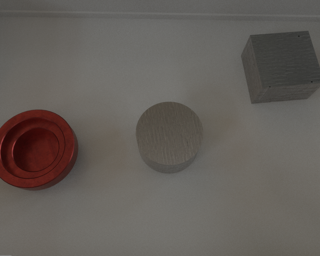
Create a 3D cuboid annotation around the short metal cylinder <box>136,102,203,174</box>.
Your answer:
[{"bbox_3d":[0.011,0.013,0.392,0.081,0.050,0.080,0,70,0],"label":"short metal cylinder"}]

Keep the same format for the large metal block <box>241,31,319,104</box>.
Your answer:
[{"bbox_3d":[0.165,-0.083,0.429,0.081,0.050,0.080,-5,70,-2],"label":"large metal block"}]

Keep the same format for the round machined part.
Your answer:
[{"bbox_3d":[-0.152,0.029,0.388,0.099,0.042,0.098,0,70,-1],"label":"round machined part"}]
